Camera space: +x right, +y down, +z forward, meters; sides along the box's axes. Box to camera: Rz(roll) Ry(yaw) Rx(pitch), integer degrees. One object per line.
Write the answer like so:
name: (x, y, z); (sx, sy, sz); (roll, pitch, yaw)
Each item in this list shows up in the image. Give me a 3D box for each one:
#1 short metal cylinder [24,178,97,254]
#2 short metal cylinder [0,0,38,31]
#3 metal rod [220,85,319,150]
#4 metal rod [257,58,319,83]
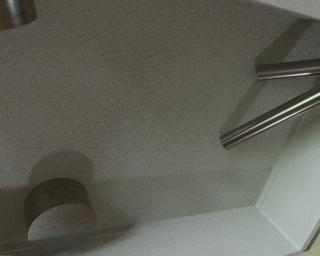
short metal cylinder: (-0.127, 0.110, 0.393); (0.081, 0.050, 0.079); (-14, 125, -21)
short metal cylinder: (-0.140, -0.105, 0.232); (0.081, 0.080, 0.050); (-15, 125, -20)
metal rod: (0.214, -0.044, 0.413); (0.299, 0.025, 0.025); (-31, 136, 28)
metal rod: (0.284, -0.086, 0.401); (0.301, 0.025, 0.025); (-3, 129, 17)
